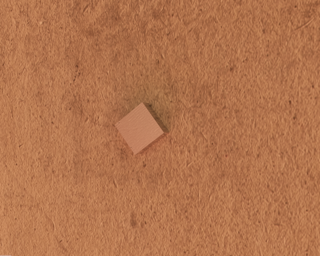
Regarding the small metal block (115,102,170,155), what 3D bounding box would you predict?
[{"bbox_3d":[-0.024,0.001,0.418,0.050,0.025,0.050,-38,78,15],"label":"small metal block"}]
